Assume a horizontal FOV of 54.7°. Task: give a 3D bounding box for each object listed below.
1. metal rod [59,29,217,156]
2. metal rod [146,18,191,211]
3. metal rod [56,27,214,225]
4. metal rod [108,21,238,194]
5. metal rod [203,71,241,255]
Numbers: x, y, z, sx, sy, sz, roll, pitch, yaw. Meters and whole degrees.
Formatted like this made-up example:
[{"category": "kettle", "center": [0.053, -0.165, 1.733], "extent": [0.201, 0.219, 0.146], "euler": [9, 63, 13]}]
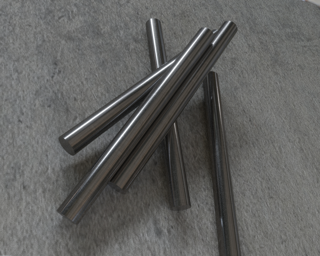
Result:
[{"category": "metal rod", "center": [-0.004, -0.063, 0.411], "extent": [0.025, 0.025, 0.302], "euler": [46, 56, 4]}, {"category": "metal rod", "center": [0.007, -0.037, 0.431], "extent": [0.025, 0.025, 0.299], "euler": [7, 59, -25]}, {"category": "metal rod", "center": [-0.013, -0.021, 0.370], "extent": [0.025, 0.025, 0.301], "euler": [37, 64, -4]}, {"category": "metal rod", "center": [0.030, -0.044, 0.407], "extent": [0.025, 0.025, 0.301], "euler": [37, 63, -4]}, {"category": "metal rod", "center": [0.081, 0.044, 0.422], "extent": [0.025, 0.025, 0.299], "euler": [14, 56, -21]}]
